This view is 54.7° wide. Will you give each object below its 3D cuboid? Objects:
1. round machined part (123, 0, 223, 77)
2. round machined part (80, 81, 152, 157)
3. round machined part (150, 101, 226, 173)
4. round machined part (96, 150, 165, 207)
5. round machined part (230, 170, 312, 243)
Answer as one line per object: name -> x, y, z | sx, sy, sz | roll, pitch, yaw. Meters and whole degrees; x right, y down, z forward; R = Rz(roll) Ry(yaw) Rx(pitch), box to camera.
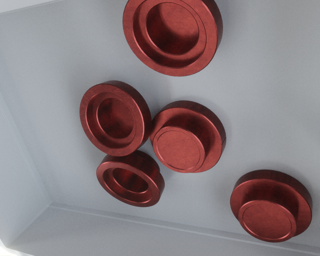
round machined part -> 0.016, -0.104, 0.314 | 0.098, 0.042, 0.097 | 16, 139, 15
round machined part -> -0.054, -0.015, 0.409 | 0.098, 0.042, 0.097 | 10, 114, 24
round machined part -> 0.030, 0.018, 0.392 | 0.098, 0.042, 0.097 | 13, 124, 20
round machined part -> -0.039, 0.068, 0.451 | 0.098, 0.042, 0.097 | 14, 136, 14
round machined part -> 0.137, 0.104, 0.390 | 0.098, 0.042, 0.097 | 13, 124, 20
